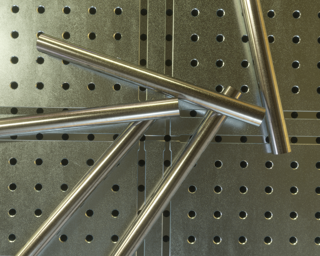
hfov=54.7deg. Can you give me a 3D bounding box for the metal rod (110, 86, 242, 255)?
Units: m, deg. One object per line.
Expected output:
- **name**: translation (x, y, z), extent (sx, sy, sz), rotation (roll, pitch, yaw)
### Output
- **metal rod**: translation (0.015, 0.074, 0.413), extent (0.025, 0.025, 0.299), rotation (34, 90, -1)

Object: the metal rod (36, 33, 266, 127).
- **metal rod**: translation (-0.015, -0.063, 0.398), extent (0.301, 0.025, 0.025), rotation (20, 90, 5)

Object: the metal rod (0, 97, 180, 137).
- **metal rod**: translation (-0.126, -0.010, 0.397), extent (0.302, 0.025, 0.025), rotation (-6, 90, 5)

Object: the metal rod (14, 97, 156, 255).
- **metal rod**: translation (-0.100, 0.080, 0.412), extent (0.025, 0.025, 0.300), rotation (41, 90, -1)

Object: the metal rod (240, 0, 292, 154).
- **metal rod**: translation (0.133, -0.113, 0.415), extent (0.025, 0.025, 0.298), rotation (-12, 90, 0)
